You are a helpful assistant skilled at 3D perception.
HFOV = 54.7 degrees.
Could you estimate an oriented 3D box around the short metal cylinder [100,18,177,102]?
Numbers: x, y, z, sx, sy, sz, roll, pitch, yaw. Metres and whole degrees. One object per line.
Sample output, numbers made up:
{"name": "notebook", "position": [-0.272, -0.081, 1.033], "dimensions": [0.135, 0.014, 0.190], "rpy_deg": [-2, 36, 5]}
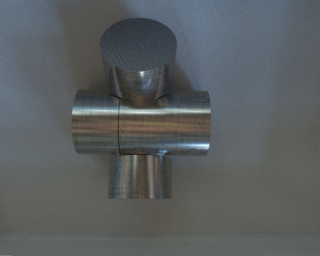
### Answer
{"name": "short metal cylinder", "position": [-0.023, -0.076, 0.344], "dimensions": [0.081, 0.080, 0.050], "rpy_deg": [2, 148, -1]}

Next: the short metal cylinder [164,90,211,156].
{"name": "short metal cylinder", "position": [0.031, -0.006, 0.378], "dimensions": [0.050, 0.080, 0.079], "rpy_deg": [1, 110, 0]}

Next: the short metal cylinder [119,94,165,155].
{"name": "short metal cylinder", "position": [-0.020, -0.006, 0.377], "dimensions": [0.050, 0.080, 0.079], "rpy_deg": [1, 110, 0]}

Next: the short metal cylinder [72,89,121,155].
{"name": "short metal cylinder", "position": [-0.071, -0.007, 0.377], "dimensions": [0.050, 0.080, 0.079], "rpy_deg": [1, 110, 0]}

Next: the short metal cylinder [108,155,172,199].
{"name": "short metal cylinder", "position": [-0.025, 0.065, 0.396], "dimensions": [0.081, 0.080, 0.050], "rpy_deg": [0, 76, 0]}
